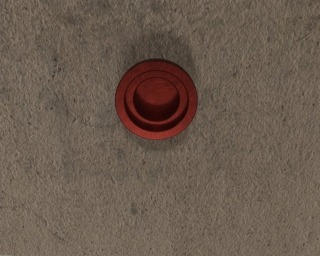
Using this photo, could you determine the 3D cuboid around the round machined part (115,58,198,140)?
[{"bbox_3d":[-0.004,-0.038,0.387,0.099,0.042,0.097,0,110,-1],"label":"round machined part"}]
